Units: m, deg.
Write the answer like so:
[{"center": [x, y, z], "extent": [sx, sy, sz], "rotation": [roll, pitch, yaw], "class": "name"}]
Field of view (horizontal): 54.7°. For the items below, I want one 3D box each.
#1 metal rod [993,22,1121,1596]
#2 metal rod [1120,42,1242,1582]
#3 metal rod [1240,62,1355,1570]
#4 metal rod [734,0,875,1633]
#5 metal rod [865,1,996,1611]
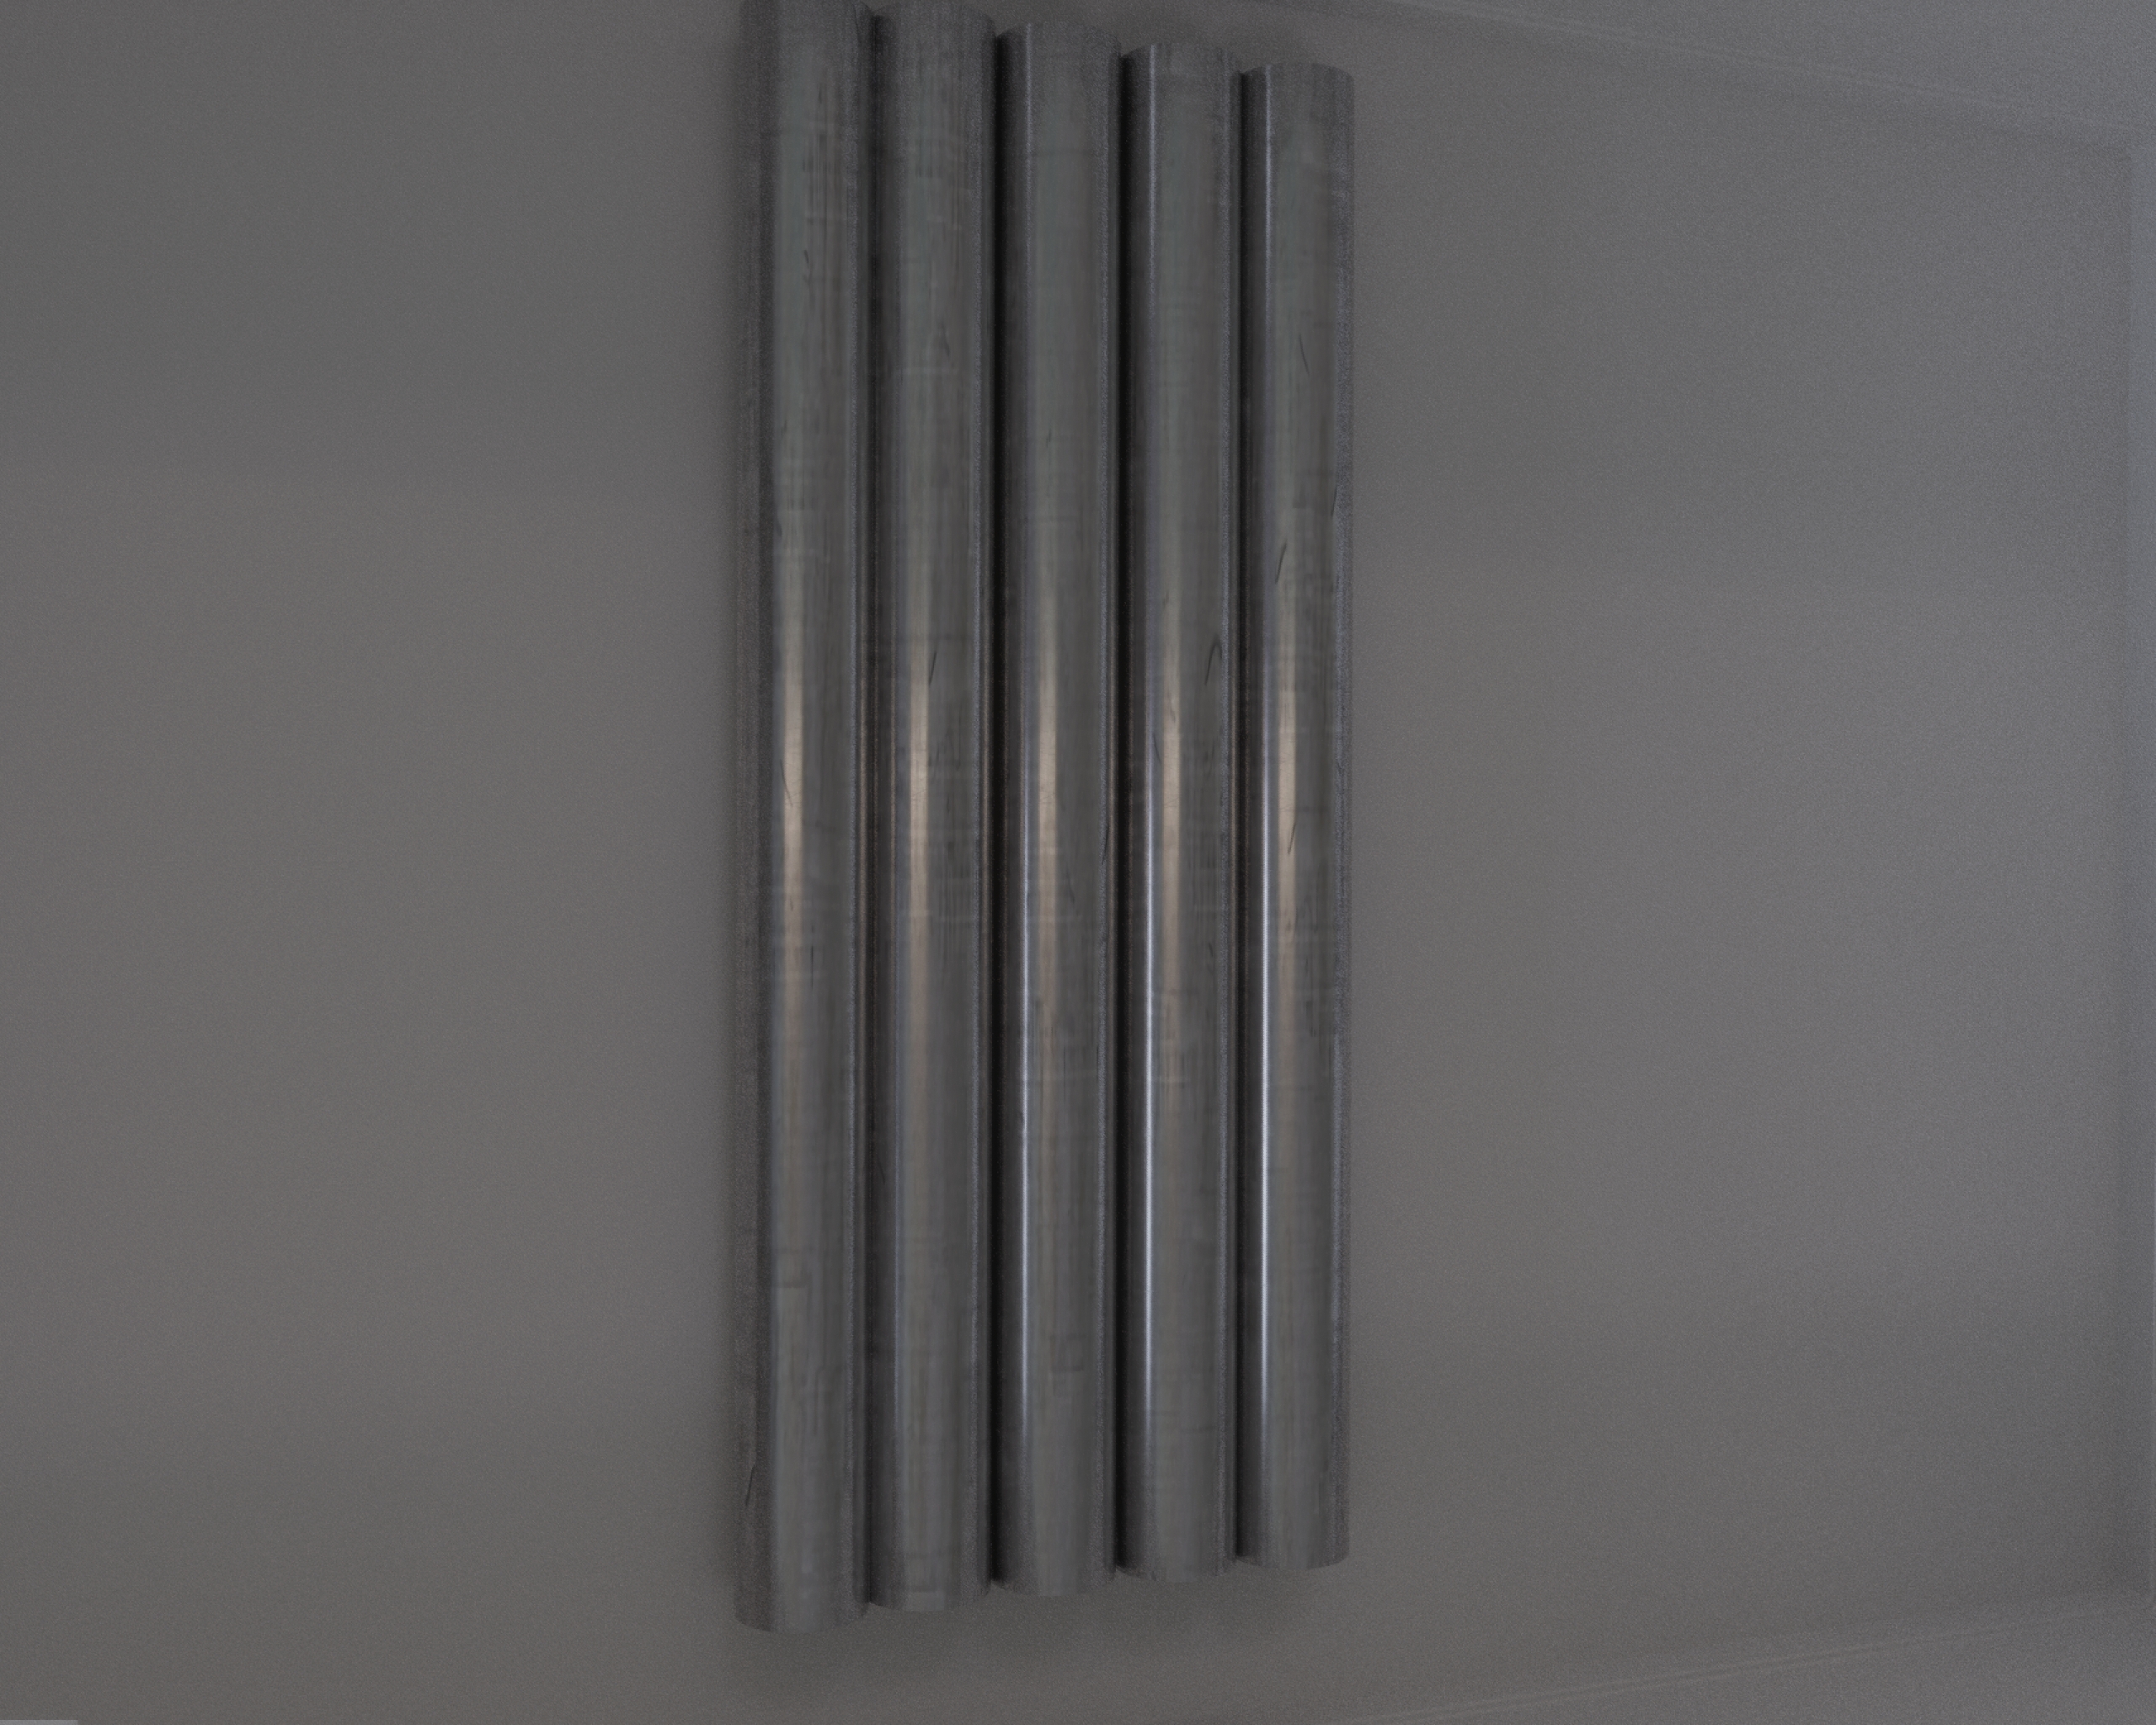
[{"center": [-0.005, -0.010, 0.407], "extent": [0.025, 0.025, 0.298], "rotation": [0, 90, -20], "class": "metal rod"}, {"center": [0.020, -0.010, 0.416], "extent": [0.025, 0.025, 0.298], "rotation": [0, 90, -20], "class": "metal rod"}, {"center": [0.043, -0.009, 0.425], "extent": [0.025, 0.025, 0.298], "rotation": [0, 90, -20], "class": "metal rod"}, {"center": [-0.051, -0.010, 0.390], "extent": [0.025, 0.025, 0.298], "rotation": [0, 90, -20], "class": "metal rod"}, {"center": [-0.029, -0.010, 0.399], "extent": [0.025, 0.025, 0.298], "rotation": [0, 90, -20], "class": "metal rod"}]
